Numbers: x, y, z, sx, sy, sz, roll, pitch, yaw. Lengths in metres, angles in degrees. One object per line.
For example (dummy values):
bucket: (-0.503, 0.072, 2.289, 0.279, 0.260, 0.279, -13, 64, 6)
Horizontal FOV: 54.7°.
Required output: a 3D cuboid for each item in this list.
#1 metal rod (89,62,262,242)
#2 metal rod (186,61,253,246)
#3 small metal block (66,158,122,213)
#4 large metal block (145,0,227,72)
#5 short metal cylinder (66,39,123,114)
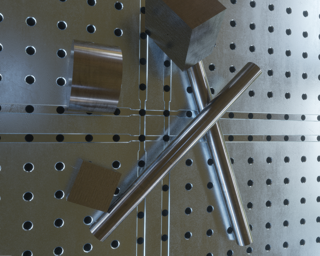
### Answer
metal rod: (0.025, 0.026, 0.404, 0.300, 0.025, 0.025, -46, 105, -7)
metal rod: (0.083, 0.027, 0.444, 0.025, 0.025, 0.298, -19, 97, -19)
small metal block: (-0.082, 0.071, 0.383, 0.050, 0.025, 0.050, 23, 82, -19)
large metal block: (0.026, -0.130, 0.379, 0.050, 0.080, 0.080, -36, 73, -17)
short metal cylinder: (-0.077, -0.057, 0.355, 0.050, 0.080, 0.080, 4, 89, -20)
